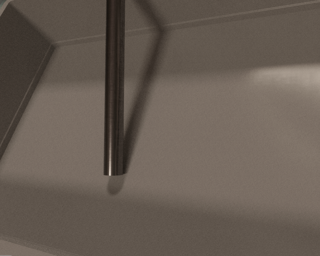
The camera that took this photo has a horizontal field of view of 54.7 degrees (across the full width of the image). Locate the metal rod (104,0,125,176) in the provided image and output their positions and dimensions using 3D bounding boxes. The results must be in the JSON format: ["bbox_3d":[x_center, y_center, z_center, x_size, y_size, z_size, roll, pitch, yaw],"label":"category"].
[{"bbox_3d":[-0.060,-0.088,0.411,0.025,0.025,0.298,-2,86,27],"label":"metal rod"}]
